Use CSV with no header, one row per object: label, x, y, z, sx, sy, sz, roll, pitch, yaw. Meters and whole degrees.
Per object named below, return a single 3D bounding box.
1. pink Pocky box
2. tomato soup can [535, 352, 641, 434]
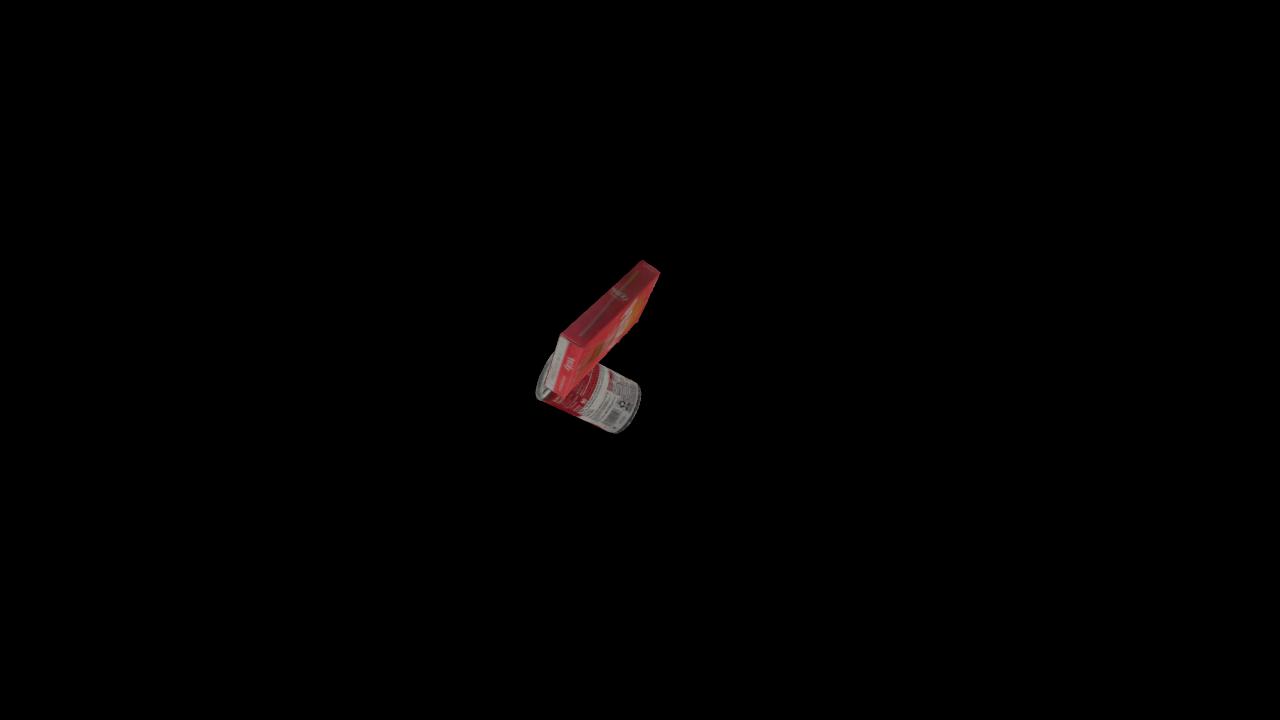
pink Pocky box,-0.037,-0.035,0.641,0.029,0.084,0.155,35,48,7
tomato soup can,-0.057,0.034,0.695,0.101,0.068,0.068,28,-12,-25
